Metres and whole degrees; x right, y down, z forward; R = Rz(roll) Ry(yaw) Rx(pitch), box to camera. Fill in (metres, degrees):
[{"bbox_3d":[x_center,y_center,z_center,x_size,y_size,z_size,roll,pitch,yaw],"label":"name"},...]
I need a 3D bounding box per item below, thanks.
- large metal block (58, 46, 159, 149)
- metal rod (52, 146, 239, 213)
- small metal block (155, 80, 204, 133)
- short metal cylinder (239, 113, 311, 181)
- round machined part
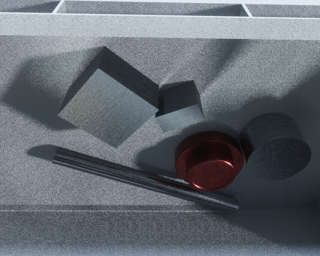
[{"bbox_3d":[-0.058,-0.033,0.364,0.080,0.050,0.080,34,122,-26],"label":"large metal block"},{"bbox_3d":[-0.011,0.084,0.480,0.302,0.025,0.025,19,128,-16],"label":"metal rod"},{"bbox_3d":[0.023,-0.026,0.371,0.050,0.050,0.025,-17,128,14],"label":"small metal block"},{"bbox_3d":[0.153,0.026,0.417,0.081,0.050,0.079,0,130,0],"label":"short metal cylinder"},{"bbox_3d":[0.071,0.054,0.445,0.099,0.042,0.097,-1,130,0],"label":"round machined part"}]
